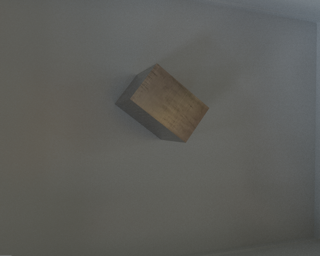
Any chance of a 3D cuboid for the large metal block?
[{"bbox_3d":[-0.001,-0.027,0.381,0.080,0.080,0.050,38,78,-16],"label":"large metal block"}]
